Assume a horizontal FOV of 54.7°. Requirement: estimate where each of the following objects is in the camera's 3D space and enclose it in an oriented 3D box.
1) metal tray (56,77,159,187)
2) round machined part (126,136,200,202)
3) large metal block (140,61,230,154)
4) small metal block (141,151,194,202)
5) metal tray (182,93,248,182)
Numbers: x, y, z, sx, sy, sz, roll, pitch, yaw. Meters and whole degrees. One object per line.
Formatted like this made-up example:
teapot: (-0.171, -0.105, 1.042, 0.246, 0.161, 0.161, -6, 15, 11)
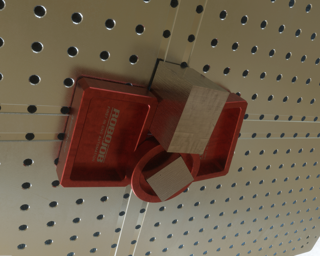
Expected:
metal tray: (-0.065, 0.011, 0.374, 0.091, 0.030, 0.129, 6, 115, -31)
round machined part: (0.001, 0.048, 0.414, 0.099, 0.042, 0.097, -14, 124, -21)
large metal block: (0.025, -0.025, 0.369, 0.050, 0.080, 0.079, 6, 115, -31)
small metal block: (0.009, 0.058, 0.393, 0.050, 0.025, 0.050, -34, 129, -6)
metal tray: (0.068, 0.016, 0.450, 0.091, 0.030, 0.129, -6, 121, -25)
